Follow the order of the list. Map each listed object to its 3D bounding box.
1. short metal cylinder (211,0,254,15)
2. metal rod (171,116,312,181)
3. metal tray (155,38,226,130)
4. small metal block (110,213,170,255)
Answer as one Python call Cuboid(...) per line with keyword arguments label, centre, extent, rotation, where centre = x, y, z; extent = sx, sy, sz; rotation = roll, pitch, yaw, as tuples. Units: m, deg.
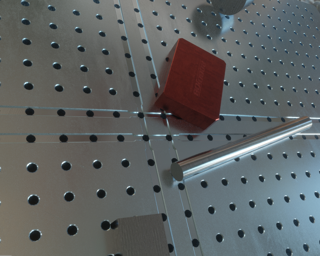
Cuboid(label="short metal cylinder", centre=(0.148, -0.274, 0.623), extent=(0.080, 0.080, 0.050), rotation=(47, 51, 4))
Cuboid(label="metal rod", centre=(0.142, 0.023, 0.472), extent=(0.303, 0.025, 0.025), rotation=(-15, 70, -34))
Cuboid(label="metal tray", centre=(0.051, -0.071, 0.478), extent=(0.090, 0.030, 0.130), rotation=(25, 53, -13))
Cuboid(label="small metal block", centre=(-0.021, 0.120, 0.325), extent=(0.050, 0.025, 0.050), rotation=(2, 61, -28))
